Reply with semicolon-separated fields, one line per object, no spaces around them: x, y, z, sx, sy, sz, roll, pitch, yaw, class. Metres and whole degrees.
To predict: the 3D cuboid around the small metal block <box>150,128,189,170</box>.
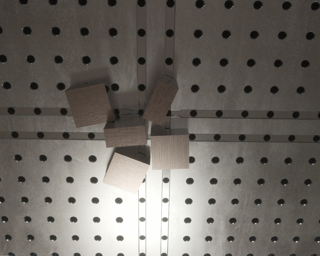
0.014;0.029;0.424;0.050;0.025;0.050;-2;110;0;small metal block

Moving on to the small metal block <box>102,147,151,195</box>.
-0.046;0.059;0.434;0.050;0.025;0.050;22;109;-8;small metal block

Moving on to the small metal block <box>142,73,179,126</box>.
0.000;-0.038;0.386;0.025;0.050;0.050;22;108;-8;small metal block

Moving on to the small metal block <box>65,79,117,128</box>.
-0.088;-0.032;0.401;0.050;0.025;0.050;-11;110;3;small metal block

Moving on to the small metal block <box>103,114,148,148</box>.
-0.042;0.002;0.400;0.050;0.050;0.025;-5;110;1;small metal block
